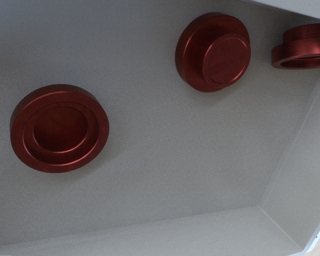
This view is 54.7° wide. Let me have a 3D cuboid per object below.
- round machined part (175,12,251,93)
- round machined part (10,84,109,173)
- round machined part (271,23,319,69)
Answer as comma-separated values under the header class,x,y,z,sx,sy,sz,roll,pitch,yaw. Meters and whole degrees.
class,x,y,z,sx,sy,sz,roll,pitch,yaw
round machined part,0.072,-0.088,0.382,0.099,0.042,0.097,-14,124,-21
round machined part,-0.109,-0.003,0.336,0.099,0.042,0.097,-14,124,-21
round machined part,0.200,-0.108,0.413,0.099,0.098,0.042,0,90,-29
